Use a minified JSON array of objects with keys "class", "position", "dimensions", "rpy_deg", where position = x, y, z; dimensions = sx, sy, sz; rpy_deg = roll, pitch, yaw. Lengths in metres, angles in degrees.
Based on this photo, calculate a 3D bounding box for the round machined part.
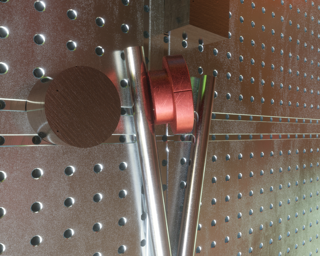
[{"class":"round machined part","position":[0.010,-0.040,0.385],"dimensions":[0.042,0.098,0.097],"rpy_deg":[-8,97,-4]}]

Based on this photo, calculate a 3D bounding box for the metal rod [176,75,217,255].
[{"class":"metal rod","position":[0.052,0.070,0.455],"dimensions":[0.025,0.025,0.298],"rpy_deg":[14,81,-40]}]

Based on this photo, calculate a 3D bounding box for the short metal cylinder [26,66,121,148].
[{"class":"short metal cylinder","position":[-0.088,-0.021,0.320],"dimensions":[0.081,0.050,0.079],"rpy_deg":[0,90,-40]}]

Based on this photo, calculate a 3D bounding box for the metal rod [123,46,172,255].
[{"class":"metal rod","position":[-0.013,0.048,0.400],"dimensions":[0.025,0.025,0.298],"rpy_deg":[-13,99,-40]}]

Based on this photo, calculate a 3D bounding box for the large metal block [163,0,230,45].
[{"class":"large metal block","position":[0.053,-0.170,0.439],"dimensions":[0.081,0.050,0.079],"rpy_deg":[3,88,-40]}]
